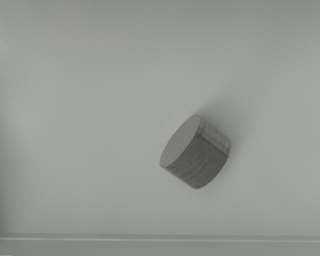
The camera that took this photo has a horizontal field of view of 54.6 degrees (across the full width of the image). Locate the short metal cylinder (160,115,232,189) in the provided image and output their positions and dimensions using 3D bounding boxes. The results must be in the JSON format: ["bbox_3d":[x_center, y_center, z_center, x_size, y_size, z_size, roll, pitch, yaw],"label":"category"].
[{"bbox_3d":[0.044,0.030,0.393,0.050,0.080,0.080,36,106,-12],"label":"short metal cylinder"}]
